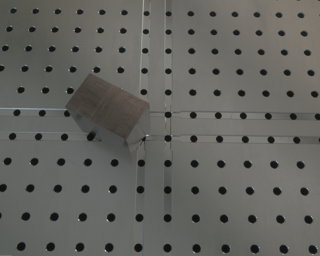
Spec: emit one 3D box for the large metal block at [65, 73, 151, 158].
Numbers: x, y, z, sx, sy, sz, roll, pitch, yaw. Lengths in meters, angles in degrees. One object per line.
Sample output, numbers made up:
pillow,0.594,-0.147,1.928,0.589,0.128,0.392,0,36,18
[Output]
large metal block,-0.060,-0.013,0.386,0.080,0.080,0.050,28,72,9
